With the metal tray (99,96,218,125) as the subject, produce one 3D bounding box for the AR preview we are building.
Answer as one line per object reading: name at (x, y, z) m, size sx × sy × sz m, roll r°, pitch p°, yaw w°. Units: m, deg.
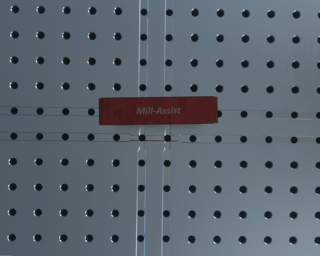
metal tray at (-0.002, -0.019, 0.380) m, size 0.131 × 0.090 × 0.030 m, roll -1°, pitch 90°, yaw -1°
